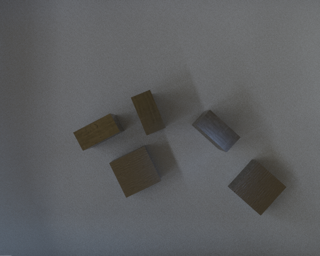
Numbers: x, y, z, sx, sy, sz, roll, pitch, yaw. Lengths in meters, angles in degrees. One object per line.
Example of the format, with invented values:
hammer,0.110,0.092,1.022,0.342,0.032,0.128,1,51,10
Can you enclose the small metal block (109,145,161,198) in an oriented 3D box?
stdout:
small metal block,-0.032,0.057,0.411,0.050,0.025,0.050,-26,90,-1

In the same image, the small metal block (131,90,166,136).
small metal block,-0.014,-0.019,0.399,0.025,0.050,0.050,-23,90,0

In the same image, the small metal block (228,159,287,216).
small metal block,0.129,0.078,0.413,0.050,0.025,0.050,42,90,-1

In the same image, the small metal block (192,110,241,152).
small metal block,0.071,0.004,0.400,0.050,0.050,0.025,42,90,-1

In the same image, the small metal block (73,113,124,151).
small metal block,-0.077,0.005,0.398,0.050,0.050,0.025,-28,90,0
